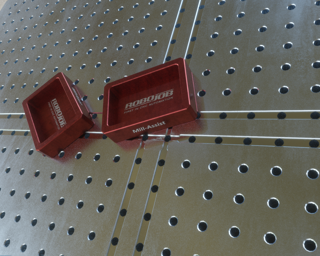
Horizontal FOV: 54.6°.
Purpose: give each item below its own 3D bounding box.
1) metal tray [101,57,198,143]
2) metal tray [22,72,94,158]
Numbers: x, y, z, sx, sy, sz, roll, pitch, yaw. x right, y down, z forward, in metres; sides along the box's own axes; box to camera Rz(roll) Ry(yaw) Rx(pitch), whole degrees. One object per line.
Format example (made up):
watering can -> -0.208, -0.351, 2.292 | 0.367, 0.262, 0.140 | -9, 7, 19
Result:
metal tray -> -0.018, -0.039, 0.438 | 0.130, 0.030, 0.090 | -16, 55, 19
metal tray -> -0.172, -0.025, 0.512 | 0.090, 0.030, 0.130 | -38, 51, 2
